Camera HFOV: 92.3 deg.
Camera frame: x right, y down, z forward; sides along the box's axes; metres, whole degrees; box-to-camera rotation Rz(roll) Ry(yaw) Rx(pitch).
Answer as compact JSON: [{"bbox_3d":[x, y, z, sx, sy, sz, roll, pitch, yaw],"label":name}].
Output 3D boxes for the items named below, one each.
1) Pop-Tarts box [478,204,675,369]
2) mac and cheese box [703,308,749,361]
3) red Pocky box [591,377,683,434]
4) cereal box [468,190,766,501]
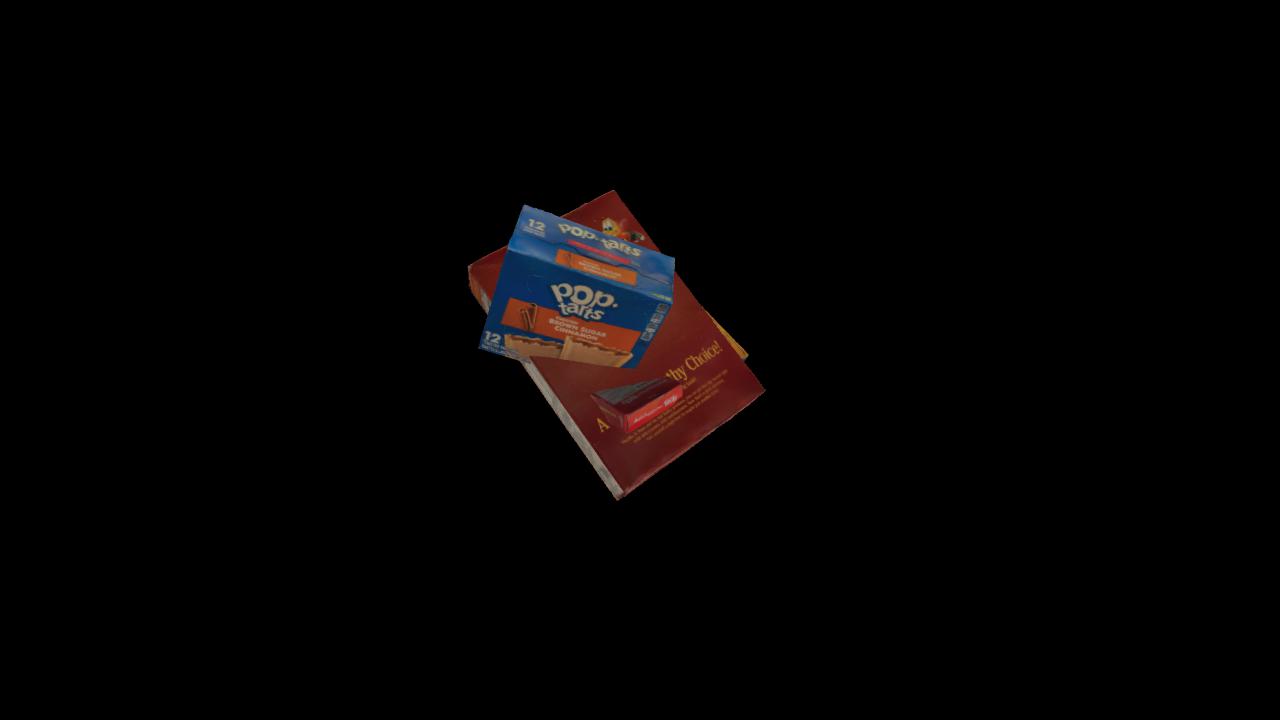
[{"bbox_3d":[-0.067,-0.060,0.646,0.167,0.083,0.141,17,-47,-14],"label":"Pop-Tarts box"},{"bbox_3d":[0.040,0.002,0.728,0.184,0.093,0.041,-27,-20,-43],"label":"mac and cheese box"},{"bbox_3d":[-0.035,0.025,0.685,0.083,0.028,0.155,-26,37,-35],"label":"red Pocky box"},{"bbox_3d":[-0.030,-0.025,0.708,0.203,0.306,0.081,-34,-10,-19],"label":"cereal box"}]
